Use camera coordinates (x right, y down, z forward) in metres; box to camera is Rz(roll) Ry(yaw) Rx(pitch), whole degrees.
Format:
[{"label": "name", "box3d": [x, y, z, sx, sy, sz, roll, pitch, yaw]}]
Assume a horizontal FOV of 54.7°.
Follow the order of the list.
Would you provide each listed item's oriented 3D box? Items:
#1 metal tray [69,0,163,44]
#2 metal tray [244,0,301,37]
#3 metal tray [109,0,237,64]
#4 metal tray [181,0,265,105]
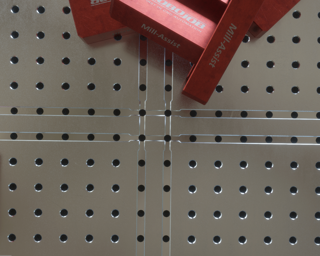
[{"label": "metal tray", "box3d": [-0.052, -0.173, 0.410, 0.131, 0.030, 0.089, -14, 90, -1]}, {"label": "metal tray", "box3d": [0.151, -0.198, 0.413, 0.130, 0.030, 0.090, -43, 90, 0]}, {"label": "metal tray", "box3d": [0.019, -0.137, 0.363, 0.130, 0.030, 0.090, 29, 62, -4]}, {"label": "metal tray", "box3d": [0.070, -0.097, 0.365, 0.030, 0.090, 0.129, 27, 106, -2]}]
